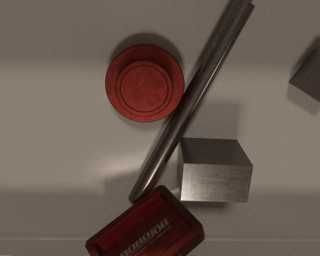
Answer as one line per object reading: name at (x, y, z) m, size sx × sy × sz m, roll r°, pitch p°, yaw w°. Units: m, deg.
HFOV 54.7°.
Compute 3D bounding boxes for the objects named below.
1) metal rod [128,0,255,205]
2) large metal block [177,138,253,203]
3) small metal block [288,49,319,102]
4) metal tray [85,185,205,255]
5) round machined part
metal rod at (0.032, -0.021, 0.404) m, size 0.025 × 0.025 × 0.298 m, roll 25°, pitch 108°, yaw -9°
large metal block at (0.066, 0.052, 0.402) m, size 0.081 × 0.080 × 0.050 m, roll 3°, pitch 110°, yaw -2°
small metal block at (0.203, -0.064, 0.391) m, size 0.050 × 0.025 × 0.050 m, roll 29°, pitch 107°, yaw -11°
metal tray at (-0.019, 0.146, 0.402) m, size 0.131 × 0.090 × 0.030 m, roll -35°, pitch 139°, yaw -17°
round machined part at (-0.018, -0.052, 0.383) m, size 0.099 × 0.042 × 0.097 m, roll 0°, pitch 110°, yaw -1°
